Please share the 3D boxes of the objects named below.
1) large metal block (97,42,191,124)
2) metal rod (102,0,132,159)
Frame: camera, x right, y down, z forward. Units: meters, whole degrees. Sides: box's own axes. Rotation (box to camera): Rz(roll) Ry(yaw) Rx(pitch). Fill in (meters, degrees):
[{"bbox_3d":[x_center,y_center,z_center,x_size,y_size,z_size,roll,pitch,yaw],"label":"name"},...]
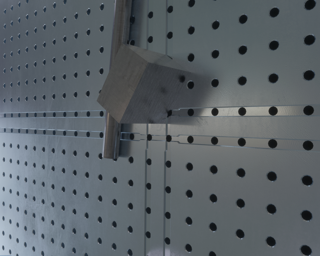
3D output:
[{"bbox_3d":[-0.020,-0.052,0.390,0.050,0.081,0.080,42,116,32],"label":"large metal block"},{"bbox_3d":[-0.061,-0.103,0.459,0.025,0.025,0.298,9,96,39],"label":"metal rod"}]
